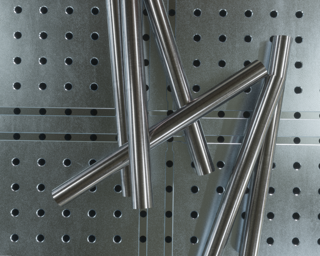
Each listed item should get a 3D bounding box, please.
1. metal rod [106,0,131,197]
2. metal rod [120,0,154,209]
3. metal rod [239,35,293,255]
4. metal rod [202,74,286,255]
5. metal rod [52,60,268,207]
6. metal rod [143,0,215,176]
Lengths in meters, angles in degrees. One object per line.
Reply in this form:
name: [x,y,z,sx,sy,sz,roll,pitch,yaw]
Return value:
metal rod: [-0.050,-0.060,0.412,0.025,0.025,0.298,-5,90,0]
metal rod: [-0.030,-0.057,0.374,0.025,0.025,0.299,-4,80,0]
metal rod: [0.141,0.028,0.414,0.025,0.025,0.298,9,90,0]
metal rod: [0.099,0.078,0.401,0.025,0.025,0.299,18,95,0]
metal rod: [0.000,0.006,0.387,0.301,0.025,0.025,-33,90,0]
metal rod: [0.018,-0.083,0.413,0.025,0.025,0.299,-17,90,0]
